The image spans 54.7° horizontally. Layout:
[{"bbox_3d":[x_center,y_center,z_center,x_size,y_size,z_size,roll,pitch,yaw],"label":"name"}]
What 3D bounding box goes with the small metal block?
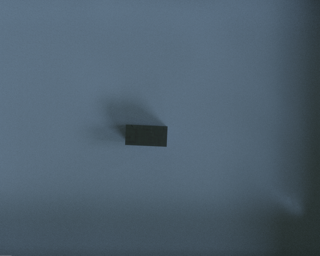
[{"bbox_3d":[-0.017,0.009,0.399,0.050,0.050,0.025,3,90,-1],"label":"small metal block"}]
